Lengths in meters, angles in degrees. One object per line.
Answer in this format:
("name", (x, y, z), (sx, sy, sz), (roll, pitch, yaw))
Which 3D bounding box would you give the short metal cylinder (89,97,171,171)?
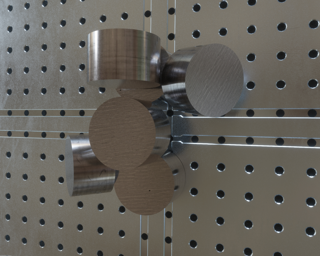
("short metal cylinder", (-0.033, 0.006, 0.357), (0.080, 0.050, 0.079), (0, 90, 20))

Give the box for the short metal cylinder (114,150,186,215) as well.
("short metal cylinder", (-0.012, 0.067, 0.403), (0.080, 0.050, 0.079), (0, 91, 19))

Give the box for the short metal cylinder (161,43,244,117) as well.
("short metal cylinder", (0.049, -0.055, 0.359), (0.050, 0.081, 0.079), (16, 97, 60))

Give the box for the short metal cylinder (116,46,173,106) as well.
("short metal cylinder", (-0.015, -0.069, 0.404), (0.080, 0.050, 0.079), (0, 91, 20))

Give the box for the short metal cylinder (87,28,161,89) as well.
("short metal cylinder", (-0.040, -0.073, 0.343), (0.080, 0.080, 0.050), (1, 90, 20))

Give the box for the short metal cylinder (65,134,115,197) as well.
("short metal cylinder", (-0.095, 0.048, 0.411), (0.050, 0.080, 0.080), (-2, 89, -24))
